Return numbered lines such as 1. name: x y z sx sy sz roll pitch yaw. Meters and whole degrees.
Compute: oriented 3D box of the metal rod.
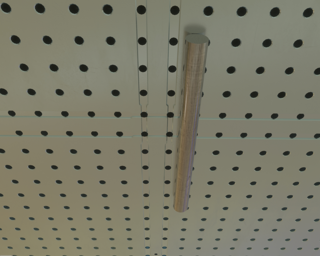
1. metal rod: 0.037 0.018 0.427 0.025 0.025 0.298 1 130 -1
